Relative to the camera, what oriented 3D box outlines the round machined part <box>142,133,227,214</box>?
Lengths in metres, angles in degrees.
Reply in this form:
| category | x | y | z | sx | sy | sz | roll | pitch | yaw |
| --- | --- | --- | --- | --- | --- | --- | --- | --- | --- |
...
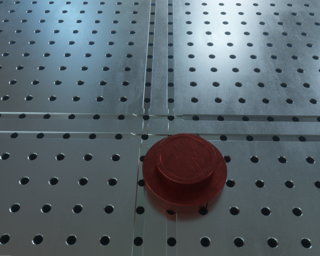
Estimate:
| category | x | y | z | sx | sy | sz | roll | pitch | yaw |
| --- | --- | --- | --- | --- | --- | --- | --- | --- | --- |
| round machined part | 0.029 | 0.045 | 0.359 | 0.099 | 0.042 | 0.098 | 0 | 50 | 0 |
